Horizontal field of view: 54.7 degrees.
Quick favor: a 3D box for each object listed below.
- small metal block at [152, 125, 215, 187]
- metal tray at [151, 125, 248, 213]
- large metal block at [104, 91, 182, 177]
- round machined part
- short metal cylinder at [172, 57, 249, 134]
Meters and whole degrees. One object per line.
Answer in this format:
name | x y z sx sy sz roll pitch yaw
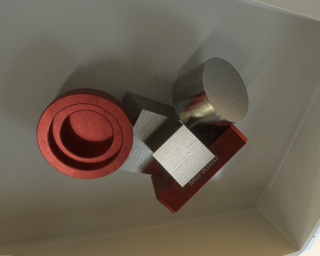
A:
small metal block | 0.028 0.032 0.361 0.050 0.050 0.025 -44 168 3
metal tray | 0.047 0.043 0.417 0.130 0.090 0.030 -45 102 3
large metal block | -0.016 0.010 0.390 0.081 0.050 0.080 16 110 -35
round machined part | -0.079 0.003 0.341 0.099 0.042 0.097 -2 111 -4
short metal cylinder | 0.061 -0.038 0.375 0.081 0.080 0.050 17 153 -35
